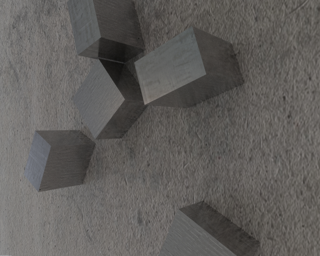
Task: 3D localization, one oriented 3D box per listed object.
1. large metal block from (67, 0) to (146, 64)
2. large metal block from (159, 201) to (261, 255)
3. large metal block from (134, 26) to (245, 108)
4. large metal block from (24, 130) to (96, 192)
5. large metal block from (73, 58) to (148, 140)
[{"bbox_3d":[-0.073,-0.141,0.430,0.050,0.081,0.080,-22,76,38],"label":"large metal block"},{"bbox_3d":[0.051,0.142,0.347,0.080,0.050,0.079,32,110,35],"label":"large metal block"},{"bbox_3d":[0.033,-0.061,0.342,0.080,0.081,0.050,-23,76,38],"label":"large metal block"},{"bbox_3d":[-0.162,0.050,0.503,0.050,0.081,0.079,33,111,35],"label":"large metal block"},{"bbox_3d":[-0.072,-0.040,0.448,0.080,0.050,0.080,-49,61,29],"label":"large metal block"}]
